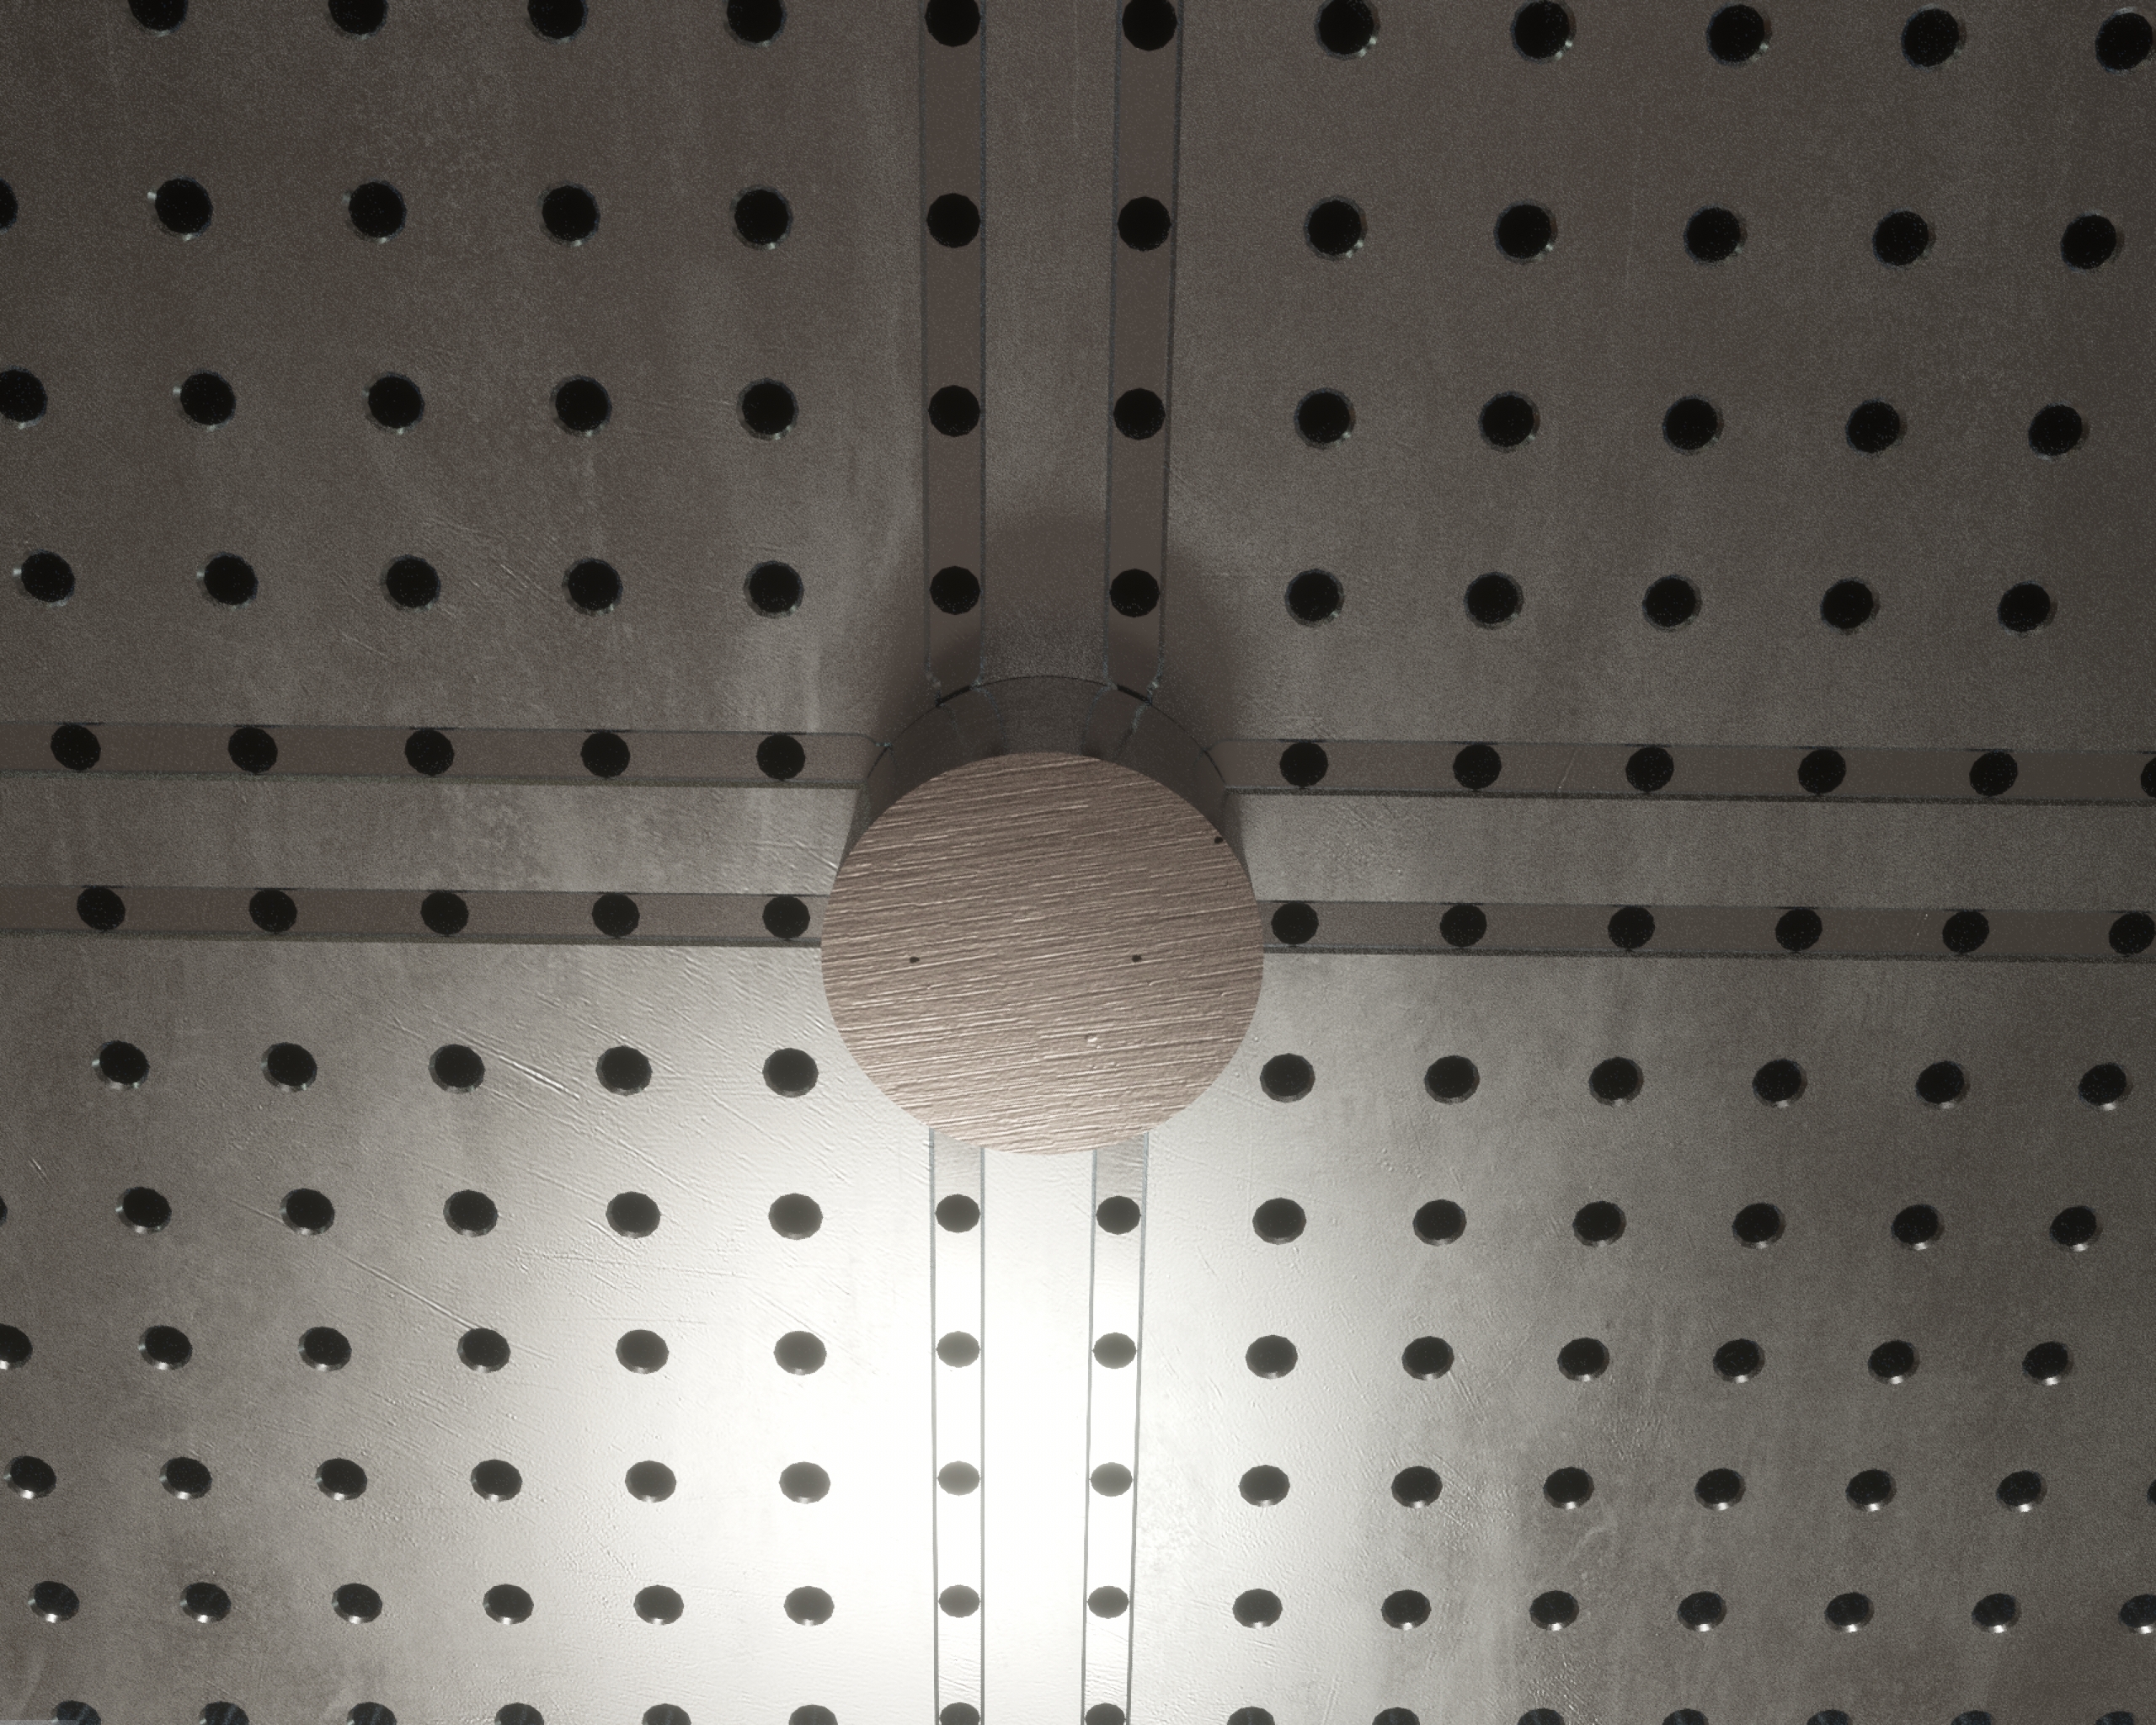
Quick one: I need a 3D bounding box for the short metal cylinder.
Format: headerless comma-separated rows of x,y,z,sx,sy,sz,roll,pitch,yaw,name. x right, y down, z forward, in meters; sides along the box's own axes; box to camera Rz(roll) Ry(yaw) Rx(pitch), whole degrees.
-0.006,0.009,0.403,0.081,0.050,0.079,0,110,-1,short metal cylinder
